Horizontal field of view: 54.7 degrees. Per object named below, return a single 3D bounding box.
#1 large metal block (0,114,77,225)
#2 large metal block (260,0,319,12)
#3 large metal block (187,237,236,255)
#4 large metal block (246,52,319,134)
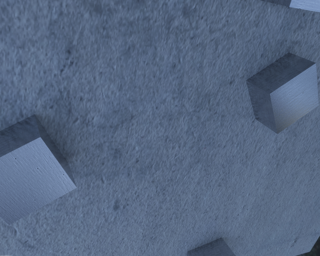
[{"bbox_3d":[-0.150,0.045,0.337,0.080,0.050,0.080,-29,129,-11],"label":"large metal block"},{"bbox_3d":[0.181,-0.188,0.375,0.081,0.050,0.079,-4,120,-27],"label":"large metal block"},{"bbox_3d":[0.100,0.279,0.621,0.081,0.050,0.079,-13,124,-22],"label":"large metal block"},{"bbox_3d":[0.184,-0.052,0.462,0.080,0.050,0.080,-33,129,-7],"label":"large metal block"}]
